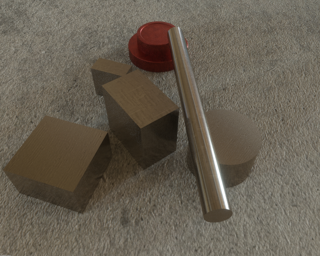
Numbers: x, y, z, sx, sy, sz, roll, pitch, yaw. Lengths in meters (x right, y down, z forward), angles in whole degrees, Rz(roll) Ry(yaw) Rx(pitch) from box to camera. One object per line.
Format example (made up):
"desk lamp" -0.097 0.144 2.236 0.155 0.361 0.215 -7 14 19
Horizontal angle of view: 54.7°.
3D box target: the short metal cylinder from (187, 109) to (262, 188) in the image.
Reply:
"short metal cylinder" 0.074 0.024 0.368 0.081 0.050 0.080 0 50 0

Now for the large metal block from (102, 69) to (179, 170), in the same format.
"large metal block" -0.023 -0.010 0.376 0.050 0.080 0.080 -29 56 -23

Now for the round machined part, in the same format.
"round machined part" -0.003 -0.139 0.509 0.099 0.042 0.098 0 50 0

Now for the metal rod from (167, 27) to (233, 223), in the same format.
"metal rod" 0.037 -0.033 0.368 0.025 0.025 0.300 -4 47 -4

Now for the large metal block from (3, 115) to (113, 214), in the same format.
"large metal block" -0.110 0.040 0.352 0.080 0.050 0.080 15 51 11

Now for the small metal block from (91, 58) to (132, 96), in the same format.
"small metal block" -0.067 -0.068 0.443 0.050 0.050 0.025 16 52 12
